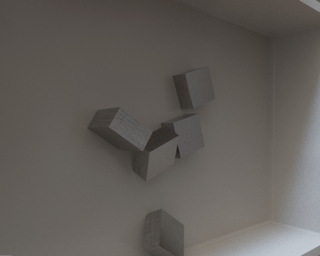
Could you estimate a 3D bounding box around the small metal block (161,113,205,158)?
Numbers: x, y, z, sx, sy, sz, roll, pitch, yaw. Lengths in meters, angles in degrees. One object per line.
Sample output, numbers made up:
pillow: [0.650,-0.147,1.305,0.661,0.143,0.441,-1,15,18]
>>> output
small metal block: [0.033,0.010,0.437,0.050,0.025,0.050,-21,104,-38]

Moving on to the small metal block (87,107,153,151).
small metal block: [-0.046,0.002,0.352,0.050,0.050,0.025,39,66,-31]

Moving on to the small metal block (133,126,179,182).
small metal block: [-0.005,0.032,0.389,0.050,0.025,0.050,-28,140,-37]

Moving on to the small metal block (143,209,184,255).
small metal block: [0.006,0.141,0.400,0.050,0.025,0.050,44,32,-31]

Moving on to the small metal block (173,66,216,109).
small metal block: [0.050,-0.059,0.451,0.050,0.025,0.050,-24,106,-38]
